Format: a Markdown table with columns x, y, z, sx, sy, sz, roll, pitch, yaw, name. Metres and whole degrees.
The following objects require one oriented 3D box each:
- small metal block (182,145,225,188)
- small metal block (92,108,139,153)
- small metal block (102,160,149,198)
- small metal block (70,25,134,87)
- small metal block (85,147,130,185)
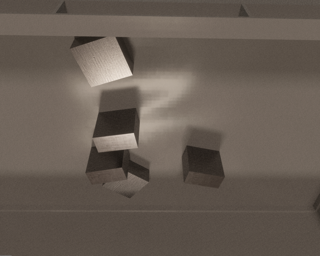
| x | y | z | sx | sy | sz | roll | pitch | yaw | name |
| --- | --- | --- | --- | --- | --- | --- | --- | --- | --- |
| 0.060 | 0.055 | 0.440 | 0.050 | 0.050 | 0.025 | 11 | 129 | -10 | small metal block |
| -0.054 | 0.002 | 0.394 | 0.050 | 0.050 | 0.025 | -7 | 130 | 5 | small metal block |
| -0.052 | 0.076 | 0.473 | 0.050 | 0.025 | 0.050 | 31 | 123 | -24 | small metal block |
| -0.062 | -0.078 | 0.341 | 0.050 | 0.025 | 0.050 | -14 | 129 | 11 | small metal block |
| -0.072 | 0.049 | 0.433 | 0.050 | 0.050 | 0.025 | -9 | 130 | 7 | small metal block |
